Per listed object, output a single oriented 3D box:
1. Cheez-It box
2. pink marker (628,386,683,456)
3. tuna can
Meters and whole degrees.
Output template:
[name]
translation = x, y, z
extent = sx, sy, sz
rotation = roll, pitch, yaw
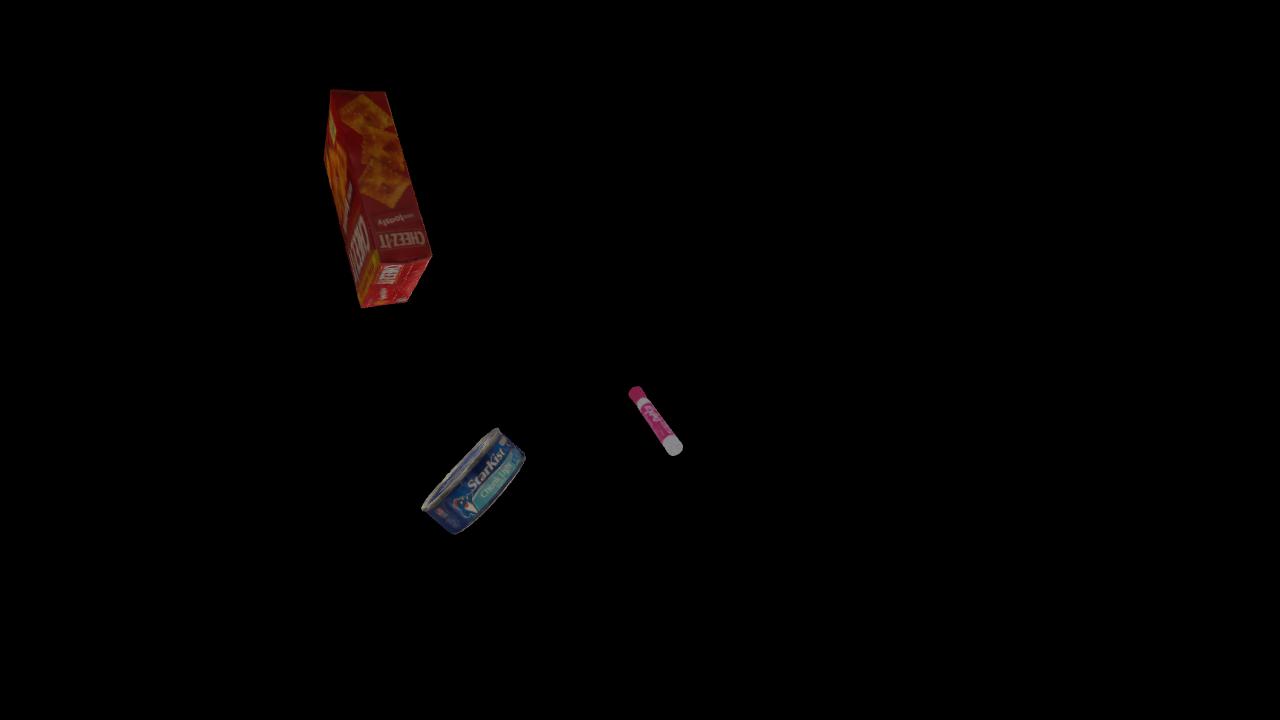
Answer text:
[Cheez-It box]
translation = -0.340, -0.197, 0.783
extent = 0.071, 0.223, 0.166
rotation = -14, -7, -32
[pink marker]
translation = 0.016, 0.067, 0.717
extent = 0.020, 0.020, 0.121
rotation = 0, 30, -27
[tuna can]
translation = -0.130, 0.096, 0.486
extent = 0.034, 0.084, 0.084
rotation = 45, -10, -10
